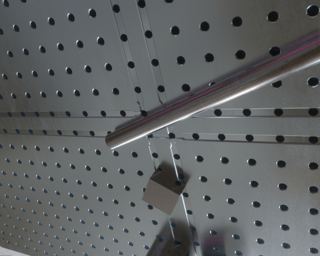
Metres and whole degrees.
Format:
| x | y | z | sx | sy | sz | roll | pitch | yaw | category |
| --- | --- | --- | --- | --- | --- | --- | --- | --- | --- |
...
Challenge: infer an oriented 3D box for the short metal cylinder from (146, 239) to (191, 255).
| x | y | z | sx | sy | sz | roll | pitch | yaw | category |
| --- | --- | --- | --- | --- | --- | --- | --- | --- | --- |
| 0.011 | 0.241 | 0.539 | 0.080 | 0.050 | 0.079 | 13 | 124 | 21 | short metal cylinder |

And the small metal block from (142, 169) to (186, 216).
| x | y | z | sx | sy | sz | roll | pitch | yaw | category |
| --- | --- | --- | --- | --- | --- | --- | --- | --- | --- |
| 0.005 | 0.097 | 0.469 | 0.050 | 0.025 | 0.050 | 27 | 128 | 11 | small metal block |

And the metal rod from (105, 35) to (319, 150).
| x | y | z | sx | sy | sz | roll | pitch | yaw | category |
| --- | --- | --- | --- | --- | --- | --- | --- | --- | --- |
| 0.040 | -0.027 | 0.373 | 0.299 | 0.025 | 0.025 | -23 | 106 | 36 | metal rod |
